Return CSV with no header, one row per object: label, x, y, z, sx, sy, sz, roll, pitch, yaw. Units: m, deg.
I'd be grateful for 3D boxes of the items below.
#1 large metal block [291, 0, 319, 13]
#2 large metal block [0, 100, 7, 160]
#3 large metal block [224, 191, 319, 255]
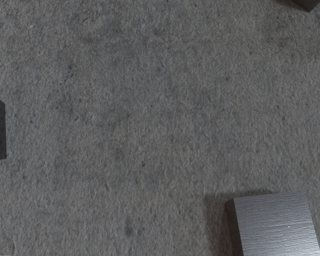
large metal block,0.225,-0.239,0.469,0.080,0.080,0.050,41,75,13
large metal block,-0.247,0.002,0.391,0.081,0.050,0.080,-10,71,-4
large metal block,0.125,0.119,0.353,0.081,0.050,0.080,-5,70,-2
